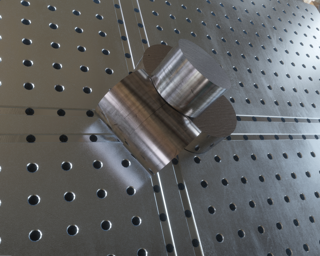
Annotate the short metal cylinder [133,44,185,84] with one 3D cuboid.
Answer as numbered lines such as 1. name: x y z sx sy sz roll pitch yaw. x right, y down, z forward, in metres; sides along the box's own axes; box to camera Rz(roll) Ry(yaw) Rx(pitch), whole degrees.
1. short metal cylinder: 0.004 -0.071 0.437 0.081 0.050 0.080 14 56 -21

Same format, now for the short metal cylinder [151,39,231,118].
1. short metal cylinder: 0.037 -0.059 0.367 0.080 0.050 0.080 31 32 -22

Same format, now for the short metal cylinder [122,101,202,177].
1. short metal cylinder: 0.003 0.013 0.368 0.050 0.080 0.080 47 51 4

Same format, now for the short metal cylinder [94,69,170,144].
1. short metal cylinder: -0.031 -0.025 0.373 0.050 0.080 0.080 47 51 4

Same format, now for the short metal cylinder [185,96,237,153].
1. short metal cylinder: 0.058 -0.012 0.431 0.081 0.050 0.080 14 56 -21
